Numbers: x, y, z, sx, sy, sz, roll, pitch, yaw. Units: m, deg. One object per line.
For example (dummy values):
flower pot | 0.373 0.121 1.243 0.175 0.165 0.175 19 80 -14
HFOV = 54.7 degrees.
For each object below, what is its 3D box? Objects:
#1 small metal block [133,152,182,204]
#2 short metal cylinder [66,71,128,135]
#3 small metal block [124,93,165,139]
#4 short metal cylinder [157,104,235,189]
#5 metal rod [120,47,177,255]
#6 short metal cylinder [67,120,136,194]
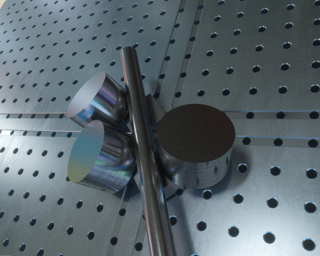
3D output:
small metal block | -0.002 0.057 0.370 0.050 0.025 0.050 -35 51 5
short metal cylinder | -0.085 -0.033 0.434 0.080 0.050 0.080 -34 33 26
small metal block | -0.017 -0.011 0.420 0.050 0.025 0.050 -37 51 3
short metal cylinder | 0.038 0.019 0.339 0.080 0.050 0.080 -2 49 2
metal rod | -0.022 0.006 0.378 0.025 0.025 0.299 -23 53 14
short metal cylinder | -0.072 0.036 0.386 0.080 0.050 0.080 -31 45 38
